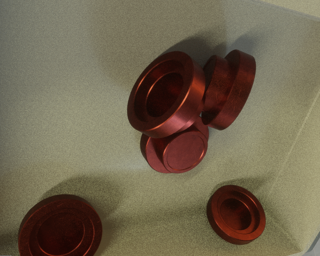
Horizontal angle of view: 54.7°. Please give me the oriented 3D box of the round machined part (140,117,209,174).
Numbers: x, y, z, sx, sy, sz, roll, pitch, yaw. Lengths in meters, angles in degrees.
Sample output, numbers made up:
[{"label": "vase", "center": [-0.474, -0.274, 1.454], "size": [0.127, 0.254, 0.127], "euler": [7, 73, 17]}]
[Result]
[{"label": "round machined part", "center": [0.026, 0.023, 0.426], "size": [0.099, 0.042, 0.097], "euler": [-14, 124, -21]}]

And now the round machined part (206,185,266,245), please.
[{"label": "round machined part", "center": [0.125, 0.151, 0.528], "size": [0.099, 0.098, 0.042], "euler": [-8, 145, -25]}]

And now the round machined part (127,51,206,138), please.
[{"label": "round machined part", "center": [0.011, -0.033, 0.347], "size": [0.042, 0.098, 0.098], "euler": [31, 101, -38]}]

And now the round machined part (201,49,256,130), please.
[{"label": "round machined part", "center": [0.071, -0.050, 0.377], "size": [0.042, 0.098, 0.097], "euler": [20, 110, -9]}]

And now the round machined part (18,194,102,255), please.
[{"label": "round machined part", "center": [-0.127, 0.132, 0.396], "size": [0.099, 0.042, 0.097], "euler": [-4, 99, -25]}]
